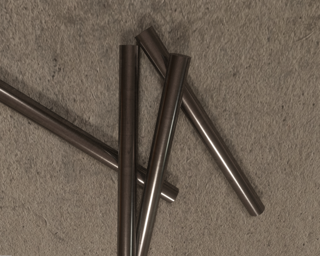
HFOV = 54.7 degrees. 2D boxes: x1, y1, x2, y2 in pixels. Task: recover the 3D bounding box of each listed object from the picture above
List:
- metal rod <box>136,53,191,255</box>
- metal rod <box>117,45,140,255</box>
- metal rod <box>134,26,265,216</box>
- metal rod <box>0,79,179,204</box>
[{"bbox_3d":[-0.005,0.055,0.402,0.025,0.025,0.298,10,110,-4],"label":"metal rod"},{"bbox_3d":[-0.042,0.047,0.401,0.025,0.025,0.298,2,101,-1],"label":"metal rod"},{"bbox_3d":[0.061,0.003,0.411,0.025,0.025,0.299,-31,108,10],"label":"metal rod"},{"bbox_3d":[-0.103,0.017,0.414,0.301,0.025,0.025,33,107,-12],"label":"metal rod"}]
